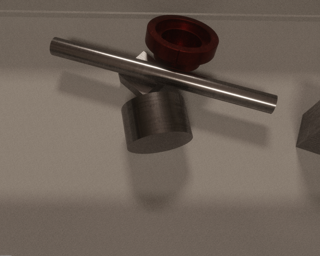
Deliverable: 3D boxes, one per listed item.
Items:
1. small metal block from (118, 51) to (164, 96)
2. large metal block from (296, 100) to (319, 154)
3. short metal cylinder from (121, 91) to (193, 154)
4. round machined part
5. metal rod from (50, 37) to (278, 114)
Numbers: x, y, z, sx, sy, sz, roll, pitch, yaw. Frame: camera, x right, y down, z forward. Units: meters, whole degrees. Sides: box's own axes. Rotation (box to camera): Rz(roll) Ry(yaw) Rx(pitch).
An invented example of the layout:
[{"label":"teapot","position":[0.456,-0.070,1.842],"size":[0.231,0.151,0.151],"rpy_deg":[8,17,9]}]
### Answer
[{"label":"small metal block","position":[-0.022,-0.071,0.436],"size":[0.050,0.025,0.050],"rpy_deg":[41,75,13]},{"label":"large metal block","position":[0.229,0.003,0.382],"size":[0.080,0.080,0.050],"rpy_deg":[19,71,6]},{"label":"short metal cylinder","position":[-0.004,-0.004,0.382],"size":[0.081,0.080,0.050],"rpy_deg":[-10,71,-4]},{"label":"round machined part","position":[0.028,-0.114,0.429],"size":[0.099,0.042,0.098],"rpy_deg":[7,45,-7]},{"label":"metal rod","position":[0.001,-0.071,0.409],"size":[0.301,0.025,0.025],"rpy_deg":[16,71,5]}]
